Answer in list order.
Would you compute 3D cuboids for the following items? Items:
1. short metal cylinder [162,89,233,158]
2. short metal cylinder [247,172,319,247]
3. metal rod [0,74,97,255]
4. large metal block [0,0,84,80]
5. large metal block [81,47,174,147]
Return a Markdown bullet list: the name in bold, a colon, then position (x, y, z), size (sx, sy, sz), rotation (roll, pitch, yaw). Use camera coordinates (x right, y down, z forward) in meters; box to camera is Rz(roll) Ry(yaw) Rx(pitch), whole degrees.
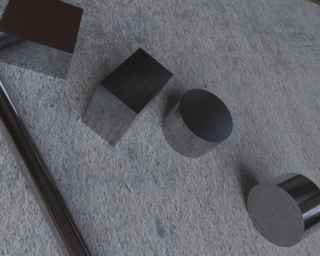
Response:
- **short metal cylinder**: position (0.050, -0.006, 0.418), size (0.081, 0.050, 0.080), rotation (14, 56, -21)
- **short metal cylinder**: position (0.159, 0.102, 0.392), size (0.050, 0.080, 0.080), rotation (-12, 68, -33)
- **metal rod**: position (-0.129, 0.034, 0.312), size (0.025, 0.025, 0.299), rotation (-23, 74, -36)
- **large metal block**: position (-0.145, -0.116, 0.380), size (0.081, 0.050, 0.080), rotation (14, 56, -20)
- **large metal block**: position (-0.039, -0.035, 0.369), size (0.050, 0.080, 0.080), rotation (39, 51, -2)
